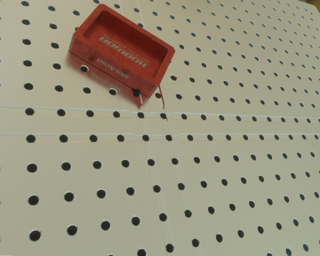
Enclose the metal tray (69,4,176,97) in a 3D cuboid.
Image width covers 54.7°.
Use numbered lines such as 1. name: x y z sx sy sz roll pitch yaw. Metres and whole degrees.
1. metal tray: -0.050 -0.113 0.448 0.131 0.030 0.090 30 52 -10
